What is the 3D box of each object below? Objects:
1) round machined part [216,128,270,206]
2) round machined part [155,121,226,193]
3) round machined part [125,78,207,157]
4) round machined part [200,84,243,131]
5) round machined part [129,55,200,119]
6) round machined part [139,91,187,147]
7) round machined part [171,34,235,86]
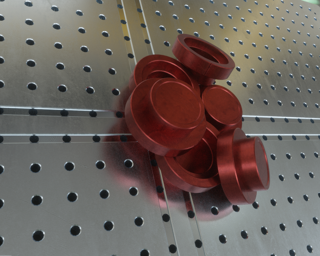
[{"bbox_3d":[0.110,0.047,0.395,0.098,0.042,0.098,32,52,-52],"label":"round machined part"},{"bbox_3d":[0.037,0.036,0.395,0.099,0.042,0.098,13,56,-21],"label":"round machined part"},{"bbox_3d":[0.013,-0.019,0.361,0.099,0.042,0.098,13,56,-21],"label":"round machined part"},{"bbox_3d":[0.081,-0.024,0.455,0.099,0.042,0.098,13,56,-21],"label":"round machined part"},{"bbox_3d":[0.003,-0.050,0.429,0.099,0.042,0.098,13,56,-21],"label":"round machined part"},{"bbox_3d":[0.007,-0.012,0.407,0.099,0.042,0.098,13,56,-21],"label":"round machined part"},{"bbox_3d":[0.062,-0.101,0.477,0.099,0.042,0.098,20,32,-13],"label":"round machined part"}]
